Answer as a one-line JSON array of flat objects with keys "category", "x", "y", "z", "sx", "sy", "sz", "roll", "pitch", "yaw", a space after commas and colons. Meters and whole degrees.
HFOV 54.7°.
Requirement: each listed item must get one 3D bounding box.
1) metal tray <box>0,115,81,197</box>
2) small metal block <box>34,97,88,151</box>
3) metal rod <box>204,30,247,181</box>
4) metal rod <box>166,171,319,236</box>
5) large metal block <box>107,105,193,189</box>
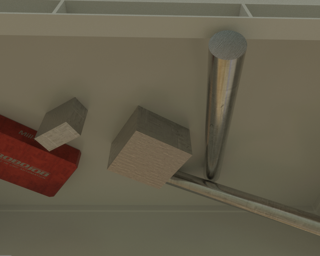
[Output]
[{"category": "metal tray", "x": -0.192, "y": 0.043, "z": 0.439, "sx": 0.131, "sy": 0.030, "sz": 0.090, "roll": 28, "pitch": 124, "yaw": -23}, {"category": "small metal block", "x": -0.122, "y": -0.005, "z": 0.387, "sx": 0.050, "sy": 0.050, "sz": 0.025, "roll": -25, "pitch": 126, "yaw": 19}, {"category": "metal rod", "x": 0.062, "y": 0.008, "z": 0.339, "sx": 0.025, "sy": 0.025, "sz": 0.299, "roll": -6, "pitch": 155, "yaw": 5}, {"category": "metal rod", "x": 0.150, "y": 0.112, "z": 0.426, "sx": 0.301, "sy": 0.025, "sz": 0.025, "roll": 16, "pitch": 133, "yaw": 19}, {"category": "large metal block", "x": -0.014, "y": 0.028, "z": 0.417, "sx": 0.080, "sy": 0.050, "sz": 0.080, "roll": 25, "pitch": 126, "yaw": -20}]
